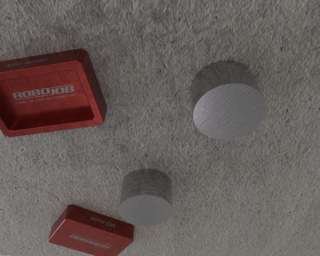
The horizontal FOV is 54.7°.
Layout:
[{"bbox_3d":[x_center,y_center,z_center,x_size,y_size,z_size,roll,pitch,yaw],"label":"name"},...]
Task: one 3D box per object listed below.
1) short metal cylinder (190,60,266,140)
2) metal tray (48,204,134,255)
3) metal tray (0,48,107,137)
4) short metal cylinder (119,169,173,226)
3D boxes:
[{"bbox_3d":[0.077,-0.032,0.364,0.081,0.050,0.079,0,130,0],"label":"short metal cylinder"},{"bbox_3d":[-0.124,0.194,0.568,0.131,0.030,0.090,26,125,-21],"label":"metal tray"},{"bbox_3d":[-0.139,-0.038,0.369,0.131,0.030,0.090,-8,130,6],"label":"metal tray"},{"bbox_3d":[-0.021,0.109,0.483,0.081,0.050,0.079,0,130,0],"label":"short metal cylinder"}]
